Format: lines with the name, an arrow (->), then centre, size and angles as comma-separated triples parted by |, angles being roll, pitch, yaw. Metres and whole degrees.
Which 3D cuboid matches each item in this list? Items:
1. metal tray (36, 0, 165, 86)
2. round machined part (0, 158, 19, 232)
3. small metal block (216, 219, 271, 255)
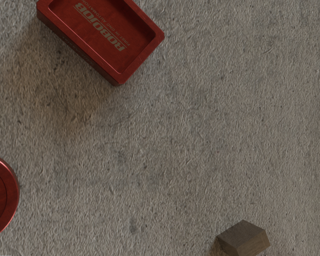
metal tray -> -0.070, -0.126, 0.380 | 0.130, 0.030, 0.090 | 42, 76, -16
round machined part -> -0.201, 0.071, 0.326 | 0.099, 0.042, 0.097 | 0, 90, -21
small metal block -> 0.118, 0.161, 0.441 | 0.050, 0.050, 0.025 | -24, 99, -19
